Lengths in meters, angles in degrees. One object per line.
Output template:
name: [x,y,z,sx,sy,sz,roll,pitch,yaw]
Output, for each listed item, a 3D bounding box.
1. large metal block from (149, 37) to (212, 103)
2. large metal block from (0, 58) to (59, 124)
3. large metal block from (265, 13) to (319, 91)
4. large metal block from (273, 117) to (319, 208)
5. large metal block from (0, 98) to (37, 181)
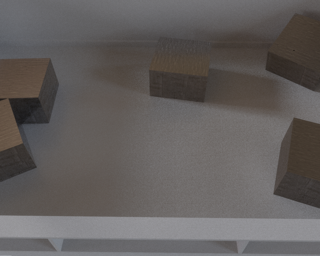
large metal block: [0.032,-0.088,0.463,0.080,0.050,0.080,8,50,6]
large metal block: [-0.194,-0.052,0.431,0.081,0.050,0.080,-2,50,-2]
large metal block: [0.220,-0.116,0.471,0.080,0.050,0.080,32,78,24]
large metal block: [0.183,0.043,0.354,0.080,0.050,0.080,16,52,13]
large metal block: [-0.205,0.020,0.370,0.081,0.050,0.080,-23,54,-18]
